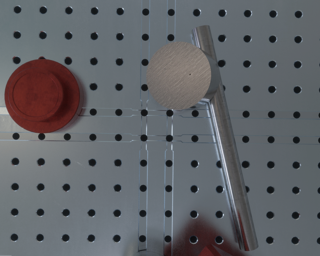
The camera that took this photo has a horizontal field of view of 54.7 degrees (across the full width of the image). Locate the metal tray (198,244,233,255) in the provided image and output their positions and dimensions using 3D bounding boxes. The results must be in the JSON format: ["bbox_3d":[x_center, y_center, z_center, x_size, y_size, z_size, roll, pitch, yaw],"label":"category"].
[{"bbox_3d":[0.079,0.207,0.381,0.130,0.030,0.090,38,90,-30],"label":"metal tray"}]

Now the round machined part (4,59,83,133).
[{"bbox_3d":[-0.154,-0.041,0.403,0.099,0.042,0.097,0,90,0],"label":"round machined part"}]

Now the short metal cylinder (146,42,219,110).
[{"bbox_3d":[0.030,-0.063,0.387,0.080,0.050,0.079,2,96,22],"label":"short metal cylinder"}]

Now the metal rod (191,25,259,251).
[{"bbox_3d":[0.086,0.013,0.413,0.025,0.025,0.298,-13,90,0],"label":"metal rod"}]

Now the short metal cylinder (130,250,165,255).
[{"bbox_3d":[-0.017,0.208,0.401,0.081,0.050,0.080,0,90,0],"label":"short metal cylinder"}]
